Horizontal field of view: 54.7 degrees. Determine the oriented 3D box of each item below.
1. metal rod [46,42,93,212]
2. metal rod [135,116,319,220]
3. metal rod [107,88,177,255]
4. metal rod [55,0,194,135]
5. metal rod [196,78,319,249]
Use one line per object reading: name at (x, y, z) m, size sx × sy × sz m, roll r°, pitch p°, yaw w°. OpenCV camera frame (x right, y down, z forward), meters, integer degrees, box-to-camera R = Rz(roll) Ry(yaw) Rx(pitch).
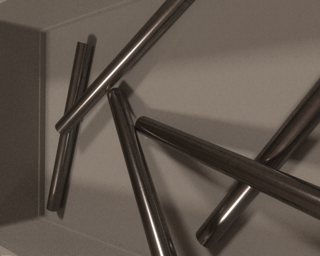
metal rod at (-0.157, 0.004, 0.533) m, size 0.025 × 0.025 × 0.298 m, roll 23°, pitch 104°, yaw 37°
metal rod at (0.071, 0.036, 0.317) m, size 0.300 × 0.025 × 0.025 m, roll 23°, pitch 105°, yaw 46°
metal rod at (-0.023, 0.060, 0.371) m, size 0.025 × 0.025 × 0.299 m, roll -47°, pitch 46°, yaw 29°
metal rod at (-0.060, -0.085, 0.439) m, size 0.299 × 0.025 × 0.025 m, roll -41°, pitch 66°, yaw 27°
metal rod at (0.124, 0.013, 0.303) m, size 0.025 × 0.025 × 0.298 m, roll 45°, pitch 117°, yaw 30°
